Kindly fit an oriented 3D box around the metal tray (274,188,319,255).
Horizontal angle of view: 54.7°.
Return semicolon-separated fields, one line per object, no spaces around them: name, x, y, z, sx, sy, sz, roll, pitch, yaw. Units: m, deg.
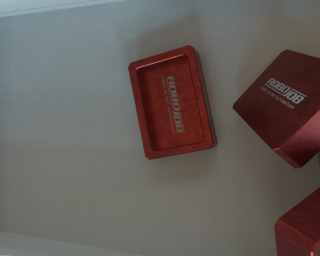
metal tray;0.139;0.106;0.247;0.030;0.091;0.129;29;140;55

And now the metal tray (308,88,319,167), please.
metal tray;0.195;-0.009;0.292;0.090;0.130;0.030;-1;131;20

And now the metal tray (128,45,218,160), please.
metal tray;0.016;-0.030;0.401;0.090;0.030;0.129;-12;86;19

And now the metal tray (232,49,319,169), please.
metal tray;0.131;-0.027;0.310;0.030;0.130;0.090;37;104;-16
